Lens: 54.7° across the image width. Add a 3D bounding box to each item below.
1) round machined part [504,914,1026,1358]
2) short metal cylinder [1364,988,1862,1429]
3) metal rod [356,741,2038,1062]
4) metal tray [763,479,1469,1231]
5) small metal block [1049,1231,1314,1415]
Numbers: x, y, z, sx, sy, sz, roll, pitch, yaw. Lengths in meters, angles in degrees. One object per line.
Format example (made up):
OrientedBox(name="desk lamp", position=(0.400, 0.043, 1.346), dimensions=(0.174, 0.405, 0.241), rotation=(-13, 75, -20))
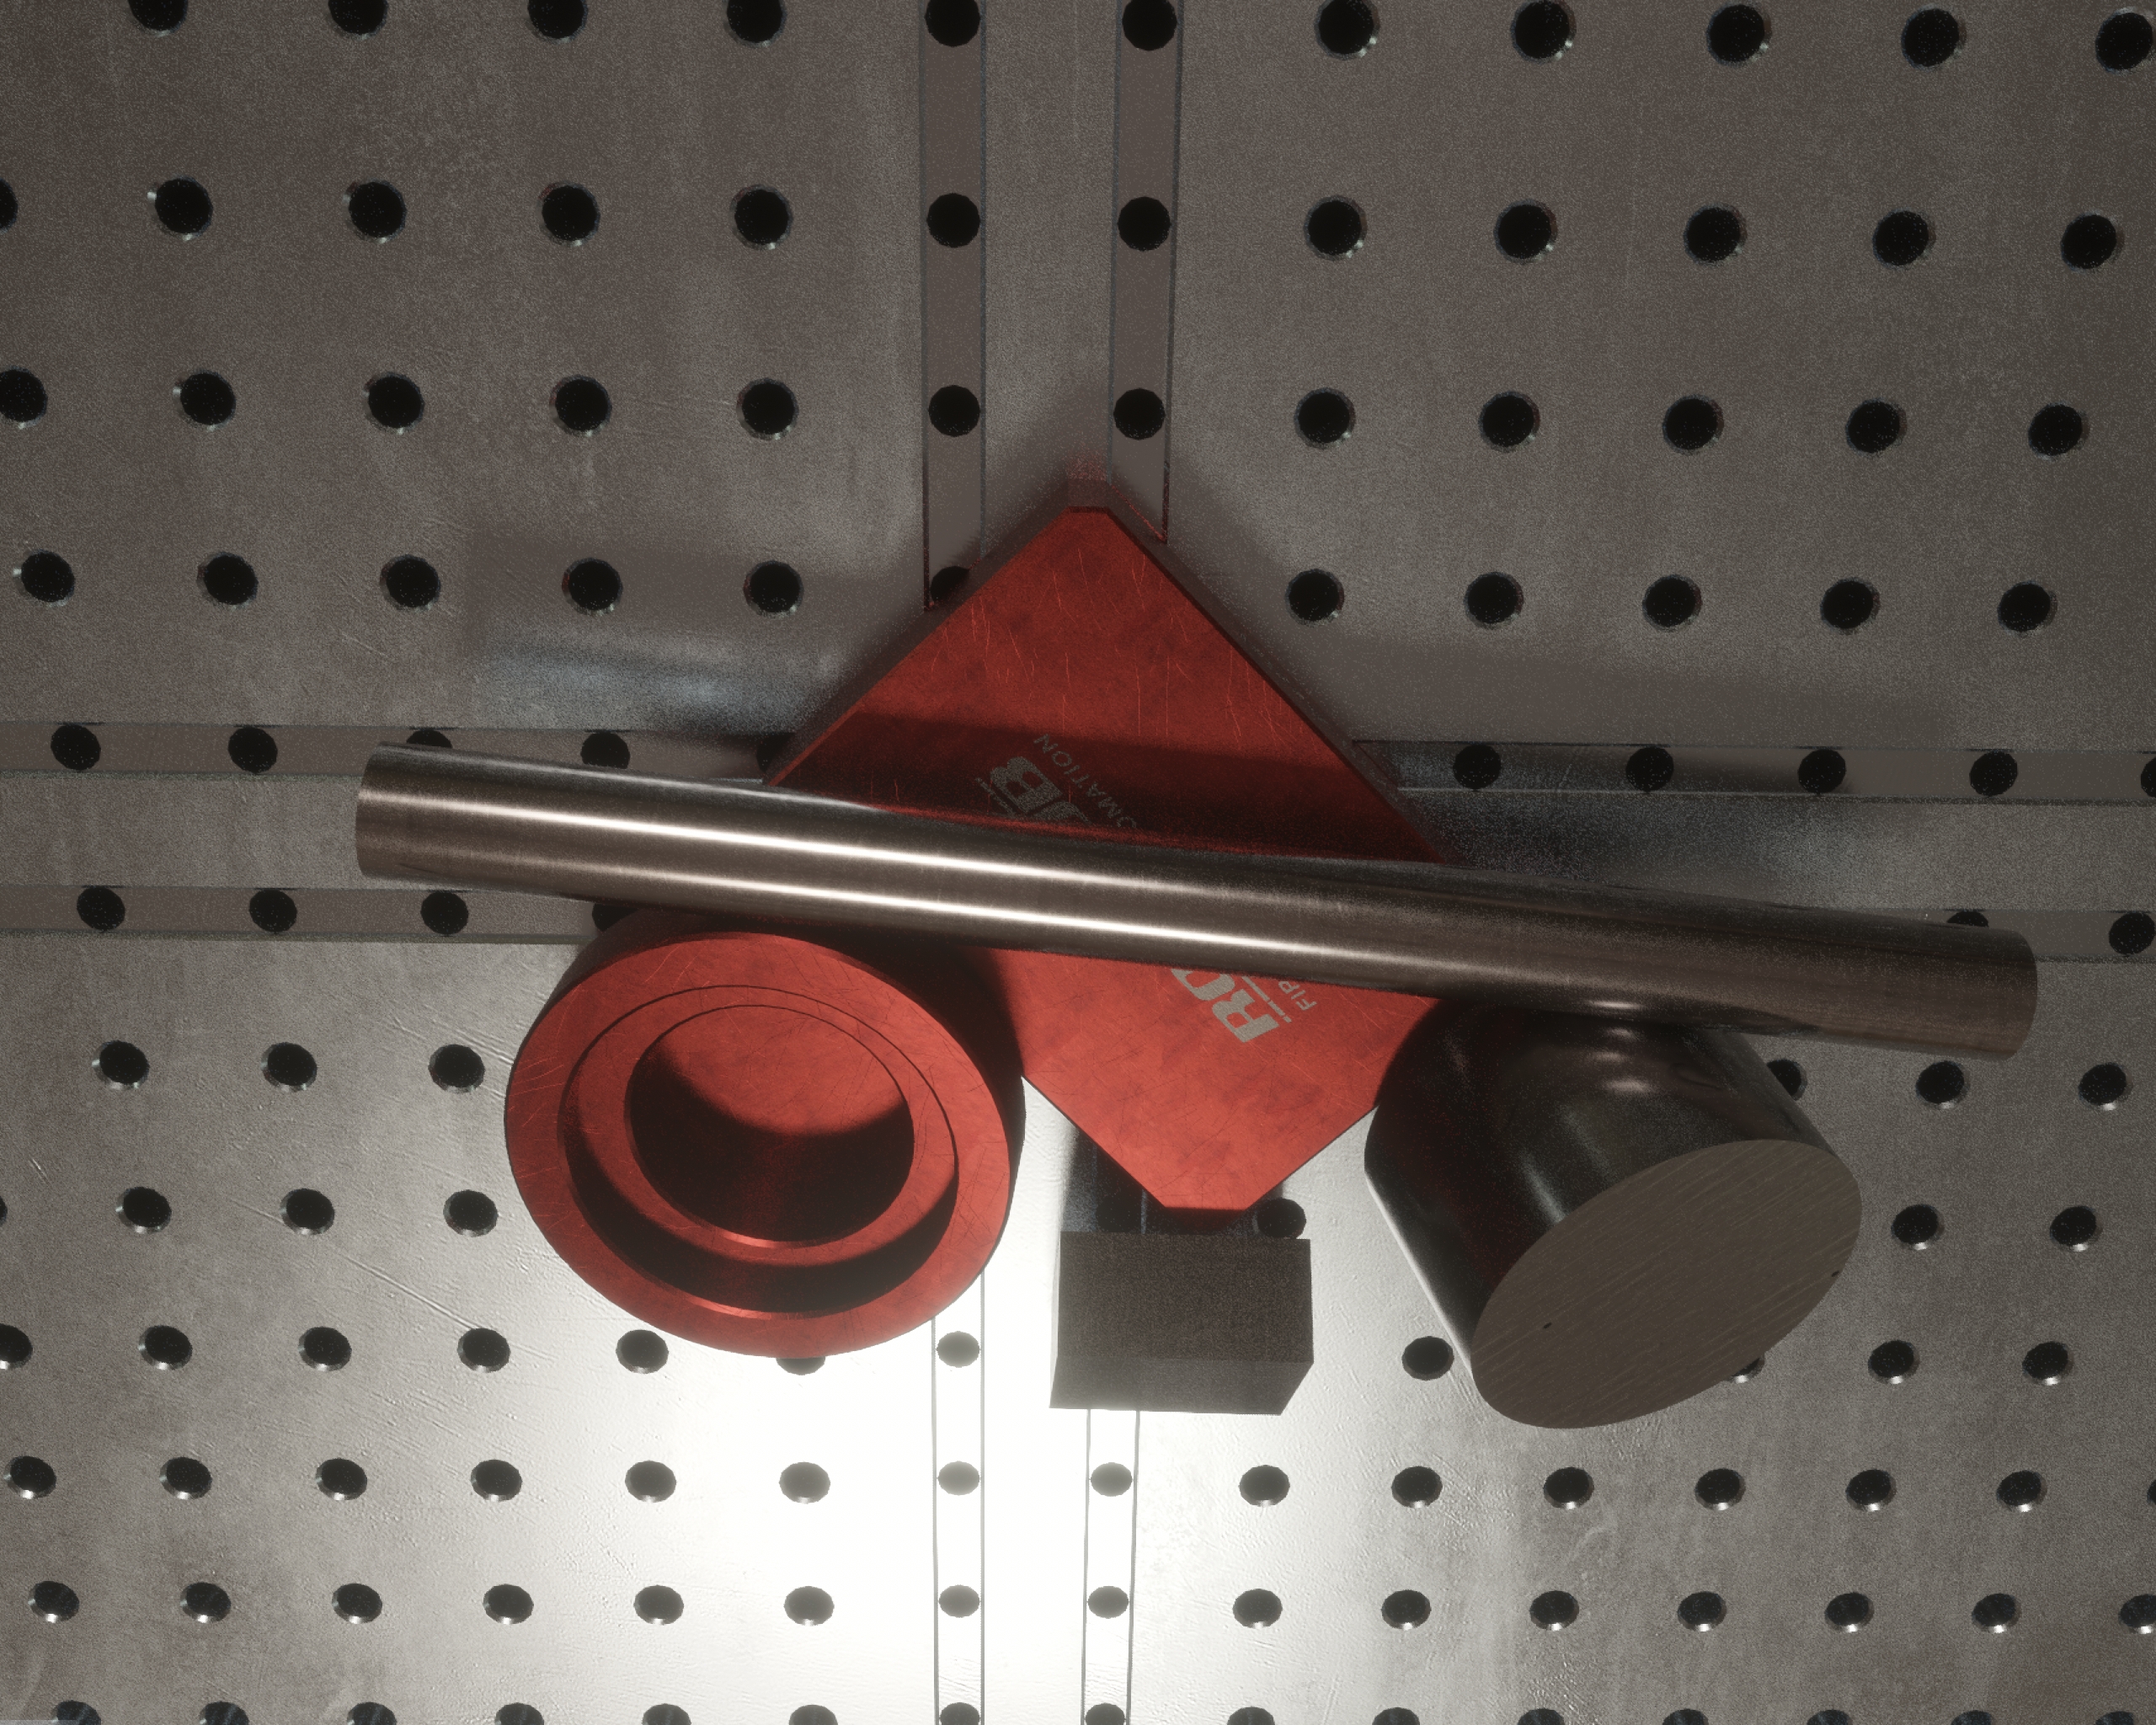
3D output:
OrientedBox(name="round machined part", position=(-0.059, 0.047, 0.416), dimensions=(0.099, 0.042, 0.097), rotation=(2, 116, 4))
OrientedBox(name="short metal cylinder", position=(0.103, 0.065, 0.409), dimensions=(0.081, 0.050, 0.079), rotation=(-11, 131, -13))
OrientedBox(name="metal rod", position=(0.024, 0.008, 0.383), dimensions=(0.302, 0.025, 0.025), rotation=(7, 110, -3))
OrientedBox(name="metal tray", position=(0.014, 0.001, 0.413), dimensions=(0.090, 0.030, 0.130), rotation=(-42, 106, 13))
OrientedBox(name="small metal block", position=(0.020, 0.097, 0.435), dimensions=(0.050, 0.025, 0.050), rotation=(2, 153, -2))
